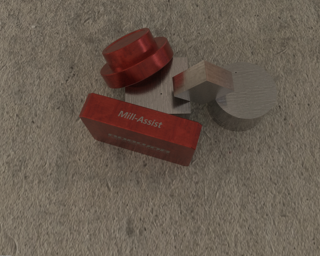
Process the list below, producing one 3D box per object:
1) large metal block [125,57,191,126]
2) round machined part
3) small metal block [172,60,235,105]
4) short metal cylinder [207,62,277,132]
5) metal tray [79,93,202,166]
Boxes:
[{"bbox_3d":[-0.004,-0.046,0.414,0.081,0.050,0.080,-1,70,-1],"label":"large metal block"},{"bbox_3d":[-0.036,-0.096,0.405,0.098,0.098,0.042,-35,118,-12],"label":"round machined part"},{"bbox_3d":[0.051,-0.052,0.367,0.050,0.050,0.025,11,67,-41],"label":"small metal block"},{"bbox_3d":[0.106,-0.040,0.412,0.081,0.050,0.080,0,70,0],"label":"short metal cylinder"},{"bbox_3d":[-0.021,0.005,0.372,0.131,0.090,0.030,16,71,5],"label":"metal tray"}]
